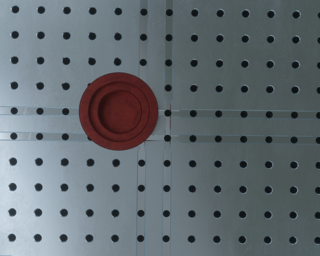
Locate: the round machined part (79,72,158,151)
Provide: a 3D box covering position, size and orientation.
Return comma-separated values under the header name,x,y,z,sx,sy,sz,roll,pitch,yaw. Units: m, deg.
name,x,y,z,sx,sy,sz,roll,pitch,yaw
round machined part,-0.051,-0.021,0.404,0.099,0.042,0.097,0,90,-1
